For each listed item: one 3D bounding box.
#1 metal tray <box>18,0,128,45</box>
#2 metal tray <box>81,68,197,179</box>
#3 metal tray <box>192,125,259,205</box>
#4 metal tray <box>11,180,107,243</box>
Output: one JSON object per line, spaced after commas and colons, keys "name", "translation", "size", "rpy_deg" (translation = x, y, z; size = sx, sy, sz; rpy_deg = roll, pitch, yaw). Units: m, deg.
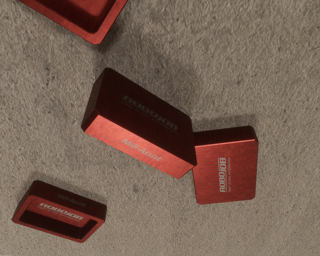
{"name": "metal tray", "translation": [-0.090, -0.147, 0.277], "size": [0.131, 0.030, 0.090], "rpy_deg": [28, 125, -22]}
{"name": "metal tray", "translation": [-0.019, -0.006, 0.359], "size": [0.131, 0.090, 0.030], "rpy_deg": [30, 124, -23]}
{"name": "metal tray", "translation": [0.093, 0.059, 0.456], "size": [0.090, 0.030, 0.129], "rpy_deg": [-7, 130, 5]}
{"name": "metal tray", "translation": [-0.169, 0.145, 0.524], "size": [0.131, 0.030, 0.090], "rpy_deg": [27, 125, -22]}
